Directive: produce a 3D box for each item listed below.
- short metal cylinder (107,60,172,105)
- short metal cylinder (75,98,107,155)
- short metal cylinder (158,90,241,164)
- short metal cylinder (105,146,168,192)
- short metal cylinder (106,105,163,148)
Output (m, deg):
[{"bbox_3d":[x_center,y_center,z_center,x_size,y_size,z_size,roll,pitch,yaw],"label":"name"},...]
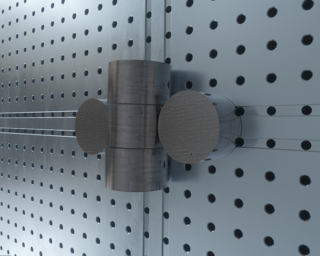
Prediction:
[{"bbox_3d":[-0.026,-0.054,0.392,0.080,0.081,0.050,4,92,39],"label":"short metal cylinder"},{"bbox_3d":[-0.080,-0.002,0.456,0.080,0.050,0.079,0,90,39],"label":"short metal cylinder"},{"bbox_3d":[0.044,-0.001,0.354,0.080,0.050,0.079,0,90,39],"label":"short metal cylinder"},{"bbox_3d":[-0.030,0.048,0.395,0.080,0.081,0.050,2,91,39],"label":"short metal cylinder"},{"bbox_3d":[-0.027,-0.003,0.393,0.080,0.081,0.050,3,92,39],"label":"short metal cylinder"}]
